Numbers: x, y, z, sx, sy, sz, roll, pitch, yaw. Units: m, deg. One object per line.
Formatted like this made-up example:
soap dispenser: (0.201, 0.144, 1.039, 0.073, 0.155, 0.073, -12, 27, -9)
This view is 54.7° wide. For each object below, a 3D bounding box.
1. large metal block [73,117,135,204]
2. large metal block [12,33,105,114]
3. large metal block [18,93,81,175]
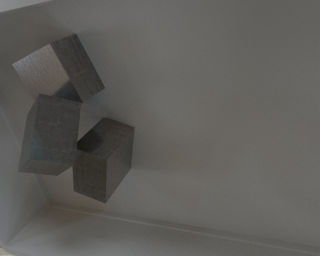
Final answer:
large metal block: (-0.078, 0.044, 0.438, 0.050, 0.080, 0.079, 18, 126, 13)
large metal block: (-0.136, -0.070, 0.419, 0.080, 0.050, 0.080, -14, 111, 33)
large metal block: (-0.142, 0.012, 0.395, 0.050, 0.080, 0.080, 12, 157, -29)
